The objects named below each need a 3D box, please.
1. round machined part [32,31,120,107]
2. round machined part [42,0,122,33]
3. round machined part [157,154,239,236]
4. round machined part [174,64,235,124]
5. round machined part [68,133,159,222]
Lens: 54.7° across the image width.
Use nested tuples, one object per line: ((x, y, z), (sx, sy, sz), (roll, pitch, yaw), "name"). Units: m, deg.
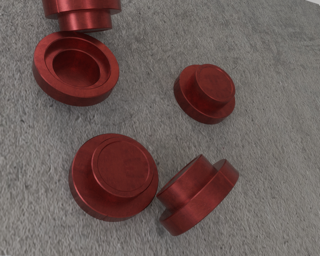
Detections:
((-0.103, -0.067, 0.378), (0.099, 0.042, 0.098), (14, 56, -21), "round machined part")
((-0.099, -0.148, 0.406), (0.099, 0.098, 0.042), (-17, 108, -35), "round machined part")
((0.035, 0.066, 0.335), (0.042, 0.097, 0.099), (47, 51, 5), "round machined part")
((0.074, -0.058, 0.467), (0.099, 0.042, 0.098), (14, 56, -21), "round machined part")
((-0.046, 0.049, 0.338), (0.099, 0.042, 0.098), (14, 56, -21), "round machined part")
